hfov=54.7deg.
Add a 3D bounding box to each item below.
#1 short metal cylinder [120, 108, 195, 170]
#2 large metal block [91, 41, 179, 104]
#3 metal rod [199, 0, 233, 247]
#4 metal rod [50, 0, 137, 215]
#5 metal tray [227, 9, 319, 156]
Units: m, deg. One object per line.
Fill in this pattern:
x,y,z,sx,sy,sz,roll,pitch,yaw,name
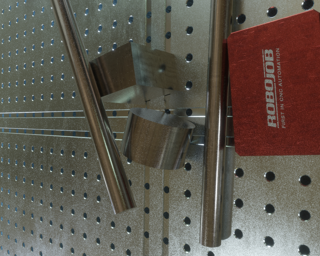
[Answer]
-0.003,0.011,0.374,0.080,0.081,0.050,24,106,37,short metal cylinder
-0.034,-0.066,0.400,0.080,0.081,0.050,-13,82,39,large metal block
0.065,-0.015,0.354,0.025,0.025,0.298,4,93,39,metal rod
-0.087,-0.046,0.374,0.025,0.025,0.299,-32,71,35,metal rod
0.118,-0.038,0.308,0.090,0.030,0.129,-6,86,39,metal tray
